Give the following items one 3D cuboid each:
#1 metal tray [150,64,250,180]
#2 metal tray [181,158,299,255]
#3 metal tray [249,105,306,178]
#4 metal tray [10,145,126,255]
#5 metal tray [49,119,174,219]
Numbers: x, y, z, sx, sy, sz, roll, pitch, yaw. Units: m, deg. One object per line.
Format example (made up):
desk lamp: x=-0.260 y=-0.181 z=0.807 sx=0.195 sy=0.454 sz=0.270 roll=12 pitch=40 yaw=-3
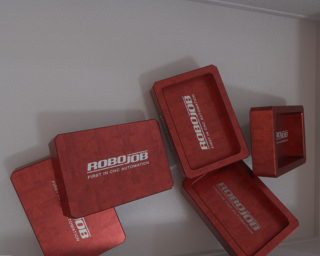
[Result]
metal tray: x=0.051 y=-0.008 z=0.407 sx=0.091 sy=0.030 sz=0.129 roll=-19 pitch=86 yaw=-11
metal tray: x=0.101 y=0.103 z=0.408 sx=0.090 sy=0.030 sz=0.130 roll=-32 pitch=66 yaw=-17
metal tray: x=0.171 y=0.014 z=0.438 sx=0.131 sy=0.030 sz=0.089 roll=-6 pitch=92 yaw=-49
metal tray: x=-0.106 y=0.093 z=0.369 sx=0.091 sy=0.030 sz=0.129 roll=-23 pitch=98 yaw=-19
metal tray: x=-0.054 y=0.044 z=0.365 sx=0.131 sy=0.030 sz=0.090 roll=-10 pitch=84 yaw=-33
